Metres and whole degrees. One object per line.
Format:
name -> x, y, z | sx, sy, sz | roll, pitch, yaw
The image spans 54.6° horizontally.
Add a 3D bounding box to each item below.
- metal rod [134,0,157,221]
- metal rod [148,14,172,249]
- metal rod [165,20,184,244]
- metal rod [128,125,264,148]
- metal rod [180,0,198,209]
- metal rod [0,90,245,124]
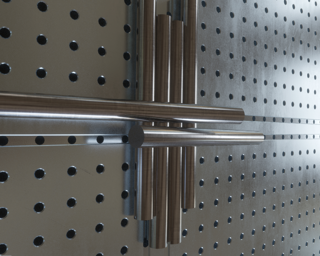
metal rod -> -0.019, -0.036, 0.391 | 0.025, 0.025, 0.298 | 1, 89, -40
metal rod -> 0.000, 0.004, 0.407 | 0.025, 0.025, 0.298 | 2, 89, -40
metal rod -> 0.019, 0.005, 0.425 | 0.025, 0.025, 0.298 | 1, 89, -40
metal rod -> 0.075, 0.013, 0.444 | 0.302, 0.025, 0.025 | 2, 89, -48
metal rod -> 0.040, -0.038, 0.440 | 0.025, 0.025, 0.298 | 1, 89, -40
metal rod -> -0.019, -0.020, 0.362 | 0.302, 0.025, 0.025 | 1, 90, -31
